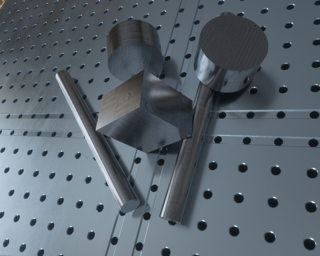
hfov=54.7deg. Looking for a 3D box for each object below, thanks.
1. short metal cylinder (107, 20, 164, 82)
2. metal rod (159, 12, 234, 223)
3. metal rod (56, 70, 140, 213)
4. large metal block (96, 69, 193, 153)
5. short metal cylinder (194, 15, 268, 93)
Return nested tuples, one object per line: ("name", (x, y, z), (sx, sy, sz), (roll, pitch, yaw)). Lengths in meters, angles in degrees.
("short metal cylinder", (-0.038, -0.112, 0.462), (0.080, 0.080, 0.050), (-20, 54, 16))
("metal rod", (0.055, -0.030, 0.397), (0.025, 0.025, 0.300), (5, 64, 30))
("metal rod", (-0.105, 0.000, 0.463), (0.025, 0.025, 0.300), (-39, 51, 2))
("large metal block", (-0.018, -0.015, 0.377), (0.080, 0.080, 0.050), (-24, 50, 41))
("short metal cylinder", (0.085, -0.091, 0.383), (0.081, 0.050, 0.080), (1, 67, -2))
